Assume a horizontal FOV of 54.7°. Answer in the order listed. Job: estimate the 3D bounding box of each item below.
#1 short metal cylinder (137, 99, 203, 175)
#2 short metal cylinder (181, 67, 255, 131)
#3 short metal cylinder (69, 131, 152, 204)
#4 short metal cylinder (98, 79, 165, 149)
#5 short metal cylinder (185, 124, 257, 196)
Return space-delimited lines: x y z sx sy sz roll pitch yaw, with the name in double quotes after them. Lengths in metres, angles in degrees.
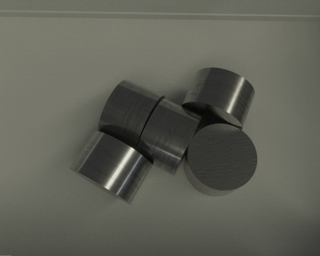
0.012 0.011 0.375 0.050 0.080 0.080 25 72 8 "short metal cylinder"
0.072 -0.032 0.391 0.080 0.080 0.050 22 72 7 "short metal cylinder"
-0.056 0.047 0.361 0.080 0.080 0.050 28 72 9 "short metal cylinder"
-0.034 -0.013 0.383 0.050 0.080 0.080 24 72 8 "short metal cylinder"
0.072 0.040 0.380 0.081 0.050 0.080 0 70 0 "short metal cylinder"
